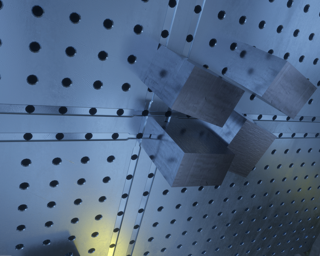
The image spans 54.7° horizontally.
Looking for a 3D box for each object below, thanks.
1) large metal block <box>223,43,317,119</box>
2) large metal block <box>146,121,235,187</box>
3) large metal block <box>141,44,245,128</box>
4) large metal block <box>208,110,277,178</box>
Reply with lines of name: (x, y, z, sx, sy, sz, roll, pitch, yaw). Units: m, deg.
large metal block: (0.147, -0.064, 0.419, 0.080, 0.080, 0.050, 24, 105, -37)
large metal block: (0.039, 0.034, 0.420, 0.081, 0.080, 0.050, 5, 116, -31)
large metal block: (0.037, -0.050, 0.367, 0.081, 0.080, 0.050, 18, 109, -36)
large metal block: (0.117, 0.021, 0.474, 0.080, 0.050, 0.080, 23, 106, -37)
